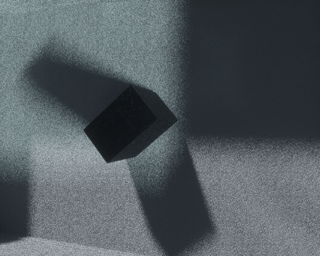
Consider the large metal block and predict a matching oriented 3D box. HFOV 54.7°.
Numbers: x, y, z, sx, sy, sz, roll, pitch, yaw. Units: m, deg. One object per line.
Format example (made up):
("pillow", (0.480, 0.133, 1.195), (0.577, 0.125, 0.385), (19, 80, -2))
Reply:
("large metal block", (-0.033, -0.004, 0.389), (0.080, 0.080, 0.050), (-41, 77, 15))
